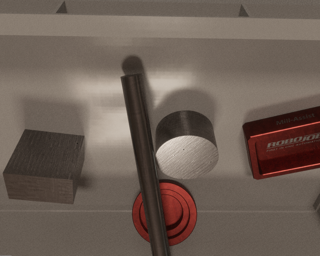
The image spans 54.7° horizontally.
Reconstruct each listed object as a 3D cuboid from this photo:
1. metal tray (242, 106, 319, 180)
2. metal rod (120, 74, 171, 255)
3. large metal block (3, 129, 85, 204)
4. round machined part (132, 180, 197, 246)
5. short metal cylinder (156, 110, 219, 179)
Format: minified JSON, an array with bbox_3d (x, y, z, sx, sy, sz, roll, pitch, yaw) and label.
[{"bbox_3d":[0.187,0.021,0.426,0.131,0.030,0.090,-13,129,10],"label":"metal tray"},{"bbox_3d":[-0.012,0.081,0.400,0.025,0.025,0.298,-7,106,5],"label":"metal rod"},{"bbox_3d":[-0.149,0.051,0.414,0.081,0.080,0.050,7,130,-6],"label":"large metal block"},{"bbox_3d":[0.008,0.130,0.488,0.099,0.042,0.097,0,89,4],"label":"round machined part"},{"bbox_3d":[0.034,0.023,0.413,0.081,0.050,0.079,0,130,0],"label":"short metal cylinder"}]
